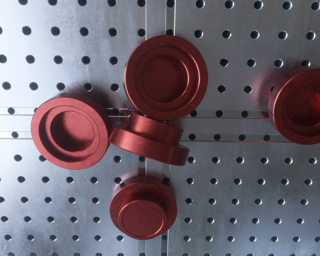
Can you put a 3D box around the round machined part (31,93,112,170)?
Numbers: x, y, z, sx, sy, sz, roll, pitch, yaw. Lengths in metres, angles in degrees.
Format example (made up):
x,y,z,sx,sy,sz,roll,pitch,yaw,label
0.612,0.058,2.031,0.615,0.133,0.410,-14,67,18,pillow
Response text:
x,y,z,sx,sy,sz,roll,pitch,yaw,label
-0.109,0.001,0.400,0.099,0.042,0.097,2,111,5,round machined part

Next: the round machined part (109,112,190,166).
x,y,z,sx,sy,sz,roll,pitch,yaw,label
-0.009,0.010,0.381,0.099,0.098,0.042,18,92,-7,round machined part

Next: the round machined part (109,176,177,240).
x,y,z,sx,sy,sz,roll,pitch,yaw,label
-0.024,0.122,0.449,0.099,0.042,0.097,0,110,-1,round machined part

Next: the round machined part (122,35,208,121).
x,y,z,sx,sy,sz,roll,pitch,yaw,label
0.004,-0.059,0.373,0.099,0.042,0.097,-2,98,-13,round machined part

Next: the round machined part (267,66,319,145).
x,y,z,sx,sy,sz,roll,pitch,yaw,label
0.187,-0.031,0.396,0.099,0.042,0.097,0,110,-1,round machined part
